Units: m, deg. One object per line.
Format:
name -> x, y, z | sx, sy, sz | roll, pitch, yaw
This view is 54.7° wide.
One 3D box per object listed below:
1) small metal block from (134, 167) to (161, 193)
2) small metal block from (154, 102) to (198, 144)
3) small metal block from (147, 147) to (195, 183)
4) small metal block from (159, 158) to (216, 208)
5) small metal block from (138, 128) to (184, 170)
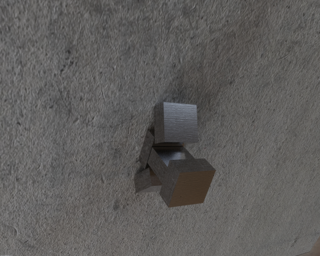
small metal block -> -0.003, 0.073, 0.438 | 0.050, 0.025, 0.050 | 2, 158, -30
small metal block -> 0.021, -0.005, 0.403 | 0.050, 0.025, 0.050 | 3, 81, -30
small metal block -> 0.019, 0.048, 0.401 | 0.050, 0.050, 0.025 | 2, 117, -30
small metal block -> 0.032, 0.065, 0.371 | 0.050, 0.025, 0.050 | 1, 118, -29
small metal block -> 0.003, 0.029, 0.431 | 0.050, 0.025, 0.050 | 2, 117, -30
